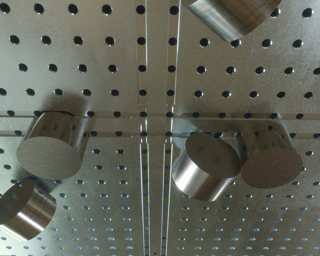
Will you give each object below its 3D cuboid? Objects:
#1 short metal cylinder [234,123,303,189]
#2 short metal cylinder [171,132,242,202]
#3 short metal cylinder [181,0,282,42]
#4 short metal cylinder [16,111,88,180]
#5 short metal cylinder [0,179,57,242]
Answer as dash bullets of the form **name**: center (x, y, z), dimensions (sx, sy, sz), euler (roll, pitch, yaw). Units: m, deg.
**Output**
- **short metal cylinder**: center (0.148, 0.039, 0.430), dimensions (0.081, 0.050, 0.079), euler (0, 130, 0)
- **short metal cylinder**: center (0.062, 0.052, 0.420), dimensions (0.081, 0.080, 0.050), euler (16, 128, -13)
- **short metal cylinder**: center (0.064, -0.124, 0.270), dimensions (0.050, 0.080, 0.080), euler (33, 123, -25)
- **short metal cylinder**: center (-0.141, 0.024, 0.414), dimensions (0.081, 0.050, 0.079), euler (0, 130, 0)
- **short metal cylinder**: center (-0.211, 0.127, 0.481), dimensions (0.080, 0.080, 0.050), euler (-23, 127, 18)
